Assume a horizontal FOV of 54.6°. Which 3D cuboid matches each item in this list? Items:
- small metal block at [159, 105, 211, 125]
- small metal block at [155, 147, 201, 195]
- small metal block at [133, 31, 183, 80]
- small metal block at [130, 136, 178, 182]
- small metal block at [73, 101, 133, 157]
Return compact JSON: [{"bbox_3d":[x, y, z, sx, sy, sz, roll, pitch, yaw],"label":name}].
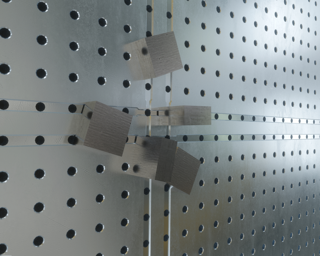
[{"bbox_3d":[0.034,-0.016,0.420,0.050,0.050,0.025,-1,91,-40],"label":"small metal block"},{"bbox_3d":[0.025,0.059,0.429,0.050,0.025,0.050,34,69,-35],"label":"small metal block"},{"bbox_3d":[-0.002,-0.095,0.407,0.050,0.025,0.050,-26,107,-37],"label":"small metal block"},{"bbox_3d":[-0.008,0.038,0.385,0.025,0.050,0.050,16,80,-39],"label":"small metal block"},{"bbox_3d":[-0.064,0.002,0.355,0.050,0.025,0.050,23,76,-38],"label":"small metal block"}]
